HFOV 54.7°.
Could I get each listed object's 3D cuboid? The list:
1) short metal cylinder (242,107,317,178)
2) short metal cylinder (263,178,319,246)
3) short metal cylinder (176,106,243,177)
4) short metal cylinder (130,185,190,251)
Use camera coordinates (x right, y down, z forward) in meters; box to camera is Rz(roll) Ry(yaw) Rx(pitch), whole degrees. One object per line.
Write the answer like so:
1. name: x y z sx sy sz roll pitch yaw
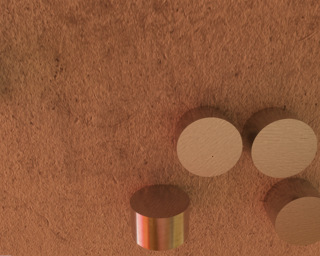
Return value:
1. short metal cylinder: 0.153 0.018 0.404 0.081 0.050 0.079 0 110 0
2. short metal cylinder: 0.196 0.118 0.442 0.081 0.050 0.079 0 110 0
3. short metal cylinder: 0.061 0.016 0.403 0.081 0.050 0.079 0 110 0
4. short metal cylinder: 0.000 0.120 0.425 0.080 0.080 0.050 -1 110 0
